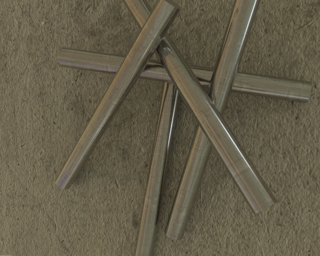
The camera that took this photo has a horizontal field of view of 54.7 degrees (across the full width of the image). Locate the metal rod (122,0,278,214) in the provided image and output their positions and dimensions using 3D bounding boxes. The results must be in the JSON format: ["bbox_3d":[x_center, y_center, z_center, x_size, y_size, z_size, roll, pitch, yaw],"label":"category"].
[{"bbox_3d":[0.030,-0.048,0.340,0.025,0.025,0.299,-35,69,16],"label":"metal rod"}]

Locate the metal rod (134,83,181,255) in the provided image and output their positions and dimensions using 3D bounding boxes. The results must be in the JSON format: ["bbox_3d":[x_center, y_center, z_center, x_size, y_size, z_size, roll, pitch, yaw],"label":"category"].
[{"bbox_3d":[-0.004,0.066,0.410,0.025,0.025,0.298,11,94,19],"label":"metal rod"}]

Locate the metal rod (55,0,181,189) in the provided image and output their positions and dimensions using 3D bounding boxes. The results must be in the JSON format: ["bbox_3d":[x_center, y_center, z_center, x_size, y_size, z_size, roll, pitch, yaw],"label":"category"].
[{"bbox_3d":[-0.066,-0.024,0.389,0.025,0.025,0.298,44,120,14],"label":"metal rod"}]

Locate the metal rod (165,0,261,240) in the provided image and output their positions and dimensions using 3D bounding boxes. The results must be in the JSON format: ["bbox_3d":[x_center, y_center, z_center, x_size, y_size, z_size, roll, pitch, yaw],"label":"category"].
[{"bbox_3d":[0.055,0.000,0.358,0.025,0.025,0.298,21,109,19],"label":"metal rod"}]

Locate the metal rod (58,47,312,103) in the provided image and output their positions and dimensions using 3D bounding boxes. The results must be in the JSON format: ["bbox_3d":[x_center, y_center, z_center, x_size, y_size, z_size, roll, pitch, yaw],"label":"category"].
[{"bbox_3d":[0.021,-0.066,0.376,0.301,0.025,0.025,10,94,10],"label":"metal rod"}]
